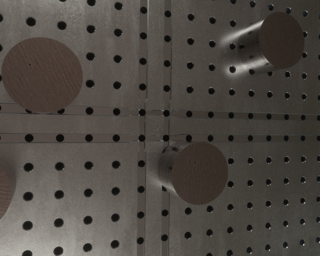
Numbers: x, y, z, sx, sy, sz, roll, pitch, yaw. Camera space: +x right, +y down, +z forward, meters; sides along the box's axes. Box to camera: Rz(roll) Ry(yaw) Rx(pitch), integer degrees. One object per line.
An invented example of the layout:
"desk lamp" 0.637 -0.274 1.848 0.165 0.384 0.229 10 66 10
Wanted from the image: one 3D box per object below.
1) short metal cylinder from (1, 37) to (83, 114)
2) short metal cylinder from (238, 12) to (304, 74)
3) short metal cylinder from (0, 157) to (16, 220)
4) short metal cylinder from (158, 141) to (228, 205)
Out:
"short metal cylinder" -0.132 -0.056 0.351 0.081 0.050 0.079 0 90 -21
"short metal cylinder" 0.165 -0.125 0.462 0.081 0.050 0.079 0 90 -21
"short metal cylinder" -0.198 0.066 0.326 0.081 0.050 0.079 0 90 -20
"short metal cylinder" 0.043 0.058 0.417 0.081 0.050 0.079 0 90 -21
